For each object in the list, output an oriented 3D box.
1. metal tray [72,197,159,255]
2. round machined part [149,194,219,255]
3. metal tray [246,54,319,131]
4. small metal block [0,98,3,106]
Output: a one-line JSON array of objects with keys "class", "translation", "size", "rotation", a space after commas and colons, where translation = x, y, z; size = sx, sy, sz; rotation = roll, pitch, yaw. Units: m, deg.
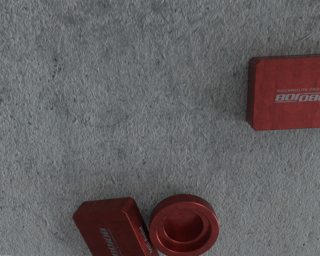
[{"class": "metal tray", "translation": [-0.060, 0.165, 0.452], "size": [0.090, 0.030, 0.129], "rotation": [-12, 111, 24]}, {"class": "round machined part", "translation": [0.034, 0.138, 0.452], "size": [0.099, 0.042, 0.097], "rotation": [0, 110, -1]}, {"class": "metal tray", "translation": [0.180, -0.046, 0.393], "size": [0.131, 0.030, 0.089], "rotation": [-3, 110, 0]}, {"class": "small metal block", "translation": [-0.235, -0.029, 0.382], "size": [0.050, 0.050, 0.025], "rotation": [25, 108, -9]}]
